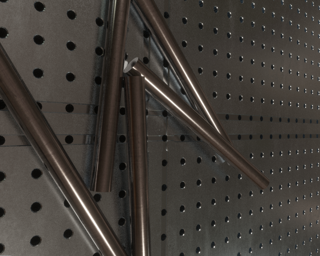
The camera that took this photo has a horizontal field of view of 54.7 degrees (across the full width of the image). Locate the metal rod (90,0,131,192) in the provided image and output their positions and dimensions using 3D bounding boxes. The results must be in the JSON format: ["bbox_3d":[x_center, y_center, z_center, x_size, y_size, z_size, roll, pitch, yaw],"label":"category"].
[{"bbox_3d":[-0.054,-0.077,0.364,0.025,0.025,0.298,9,85,-40],"label":"metal rod"}]

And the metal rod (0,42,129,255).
[{"bbox_3d":[-0.102,0.045,0.324,0.025,0.025,0.299,-39,114,-33],"label":"metal rod"}]

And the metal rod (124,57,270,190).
[{"bbox_3d":[0.068,0.007,0.449,0.301,0.025,0.025,39,66,-27],"label":"metal rod"}]

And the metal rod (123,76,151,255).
[{"bbox_3d":[-0.026,0.088,0.380,0.025,0.025,0.298,-7,97,-40],"label":"metal rod"}]

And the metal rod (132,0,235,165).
[{"bbox_3d":[0.047,-0.059,0.450,0.025,0.025,0.299,-49,119,-29],"label":"metal rod"}]
